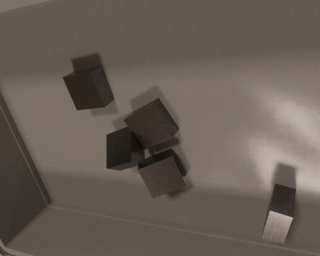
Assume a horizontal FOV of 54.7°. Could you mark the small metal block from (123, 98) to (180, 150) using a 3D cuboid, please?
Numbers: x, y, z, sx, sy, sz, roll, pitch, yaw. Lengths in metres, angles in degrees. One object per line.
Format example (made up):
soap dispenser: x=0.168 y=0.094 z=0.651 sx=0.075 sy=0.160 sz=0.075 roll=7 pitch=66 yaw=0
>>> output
small metal block: x=-0.011 y=-0.005 z=0.410 sx=0.050 sy=0.025 sz=0.050 roll=-25 pitch=105 yaw=36

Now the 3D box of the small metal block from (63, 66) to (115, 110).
small metal block: x=-0.097 y=-0.054 z=0.425 sx=0.050 sy=0.025 sz=0.050 roll=-4 pitch=117 yaw=29

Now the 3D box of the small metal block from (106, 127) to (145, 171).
small metal block: x=-0.049 y=0.029 z=0.432 sx=0.050 sy=0.025 sz=0.050 roll=-20 pitch=64 yaw=37

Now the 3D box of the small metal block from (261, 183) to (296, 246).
small metal block: x=0.146 y=0.106 z=0.381 sx=0.025 sy=0.050 sz=0.050 roll=14 pitch=124 yaw=20

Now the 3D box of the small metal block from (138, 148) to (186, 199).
small metal block: x=0.003 y=0.063 z=0.431 sx=0.050 sy=0.025 sz=0.050 roll=-23 pitch=110 yaw=7
